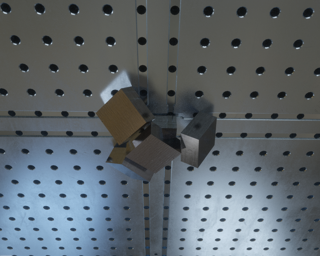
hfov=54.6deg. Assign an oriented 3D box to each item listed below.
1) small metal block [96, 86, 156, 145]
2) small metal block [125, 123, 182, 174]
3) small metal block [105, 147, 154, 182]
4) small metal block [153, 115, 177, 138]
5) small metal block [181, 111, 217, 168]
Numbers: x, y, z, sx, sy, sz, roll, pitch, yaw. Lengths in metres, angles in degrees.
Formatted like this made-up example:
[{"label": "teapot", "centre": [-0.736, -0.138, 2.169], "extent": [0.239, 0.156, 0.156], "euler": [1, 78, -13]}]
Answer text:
[{"label": "small metal block", "centre": [-0.042, -0.015, 0.382], "extent": [0.050, 0.025, 0.050], "euler": [-39, 85, 28]}, {"label": "small metal block", "centre": [-0.009, 0.026, 0.400], "extent": [0.050, 0.025, 0.050], "euler": [33, 122, -26]}, {"label": "small metal block", "centre": [-0.041, 0.051, 0.438], "extent": [0.050, 0.025, 0.050], "euler": [37, 158, -27]}, {"label": "small metal block", "centre": [-0.004, 0.010, 0.420], "extent": [0.050, 0.025, 0.050], "euler": [1, 133, -1]}, {"label": "small metal block", "centre": [0.050, 0.015, 0.404], "extent": [0.025, 0.050, 0.050], "euler": [21, 136, 26]}]
